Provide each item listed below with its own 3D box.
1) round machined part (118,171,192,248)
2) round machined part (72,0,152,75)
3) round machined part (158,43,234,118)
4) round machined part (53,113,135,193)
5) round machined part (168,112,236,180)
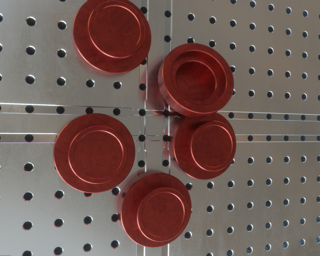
[{"bbox_3d":[-0.002,0.108,0.404,0.099,0.042,0.097,0,90,-21],"label":"round machined part"},{"bbox_3d":[-0.057,-0.116,0.383,0.099,0.042,0.097,0,90,-20],"label":"round machined part"},{"bbox_3d":[0.044,-0.059,0.412,0.099,0.042,0.098,5,73,-16],"label":"round machined part"},{"bbox_3d":[-0.077,0.031,0.376,0.099,0.042,0.097,0,90,-21],"label":"round machined part"},{"bbox_3d":[0.065,0.024,0.429,0.099,0.042,0.097,0,90,-21],"label":"round machined part"}]
